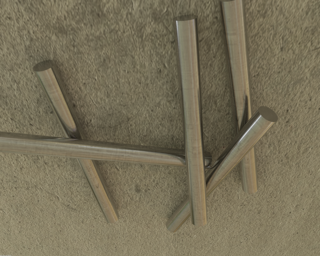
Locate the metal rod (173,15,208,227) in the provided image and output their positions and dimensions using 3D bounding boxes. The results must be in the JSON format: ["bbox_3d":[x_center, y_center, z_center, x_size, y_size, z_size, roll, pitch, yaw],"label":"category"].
[{"bbox_3d":[0.043,0.014,0.391,0.025,0.025,0.298,-5,122,4],"label":"metal rod"}]

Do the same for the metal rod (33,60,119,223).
[{"bbox_3d":[-0.106,0.042,0.441,0.025,0.025,0.298,-7,130,6],"label":"metal rod"}]

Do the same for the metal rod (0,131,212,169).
[{"bbox_3d":[-0.074,0.030,0.404,0.302,0.025,0.025,7,130,-17],"label":"metal rod"}]

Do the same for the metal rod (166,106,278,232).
[{"bbox_3d":[0.073,0.080,0.455,0.025,0.025,0.298,15,135,-13],"label":"metal rod"}]

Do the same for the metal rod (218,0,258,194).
[{"bbox_3d":[0.105,-0.017,0.393,0.025,0.025,0.299,-11,130,9],"label":"metal rod"}]
